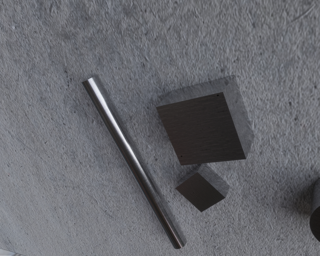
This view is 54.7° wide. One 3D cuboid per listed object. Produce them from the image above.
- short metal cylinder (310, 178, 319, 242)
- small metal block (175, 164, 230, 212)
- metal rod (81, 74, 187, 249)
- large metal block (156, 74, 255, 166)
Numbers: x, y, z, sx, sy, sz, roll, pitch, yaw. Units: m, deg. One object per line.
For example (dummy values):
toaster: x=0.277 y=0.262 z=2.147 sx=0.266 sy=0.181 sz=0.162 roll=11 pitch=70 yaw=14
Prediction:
short metal cylinder: x=0.209 y=0.092 z=0.338 sx=0.080 sy=0.050 sz=0.079 roll=13 pitch=124 yaw=21
small metal block: x=0.058 y=0.082 z=0.427 sx=0.050 sy=0.025 sz=0.050 roll=43 pitch=129 yaw=-2
metal rod: x=-0.031 y=0.061 z=0.460 sx=0.025 sy=0.025 sz=0.299 roll=-14 pitch=111 yaw=34
large metal block: x=0.054 y=-0.007 z=0.358 sx=0.080 sy=0.050 sz=0.080 roll=-10 pitch=113 yaw=32
